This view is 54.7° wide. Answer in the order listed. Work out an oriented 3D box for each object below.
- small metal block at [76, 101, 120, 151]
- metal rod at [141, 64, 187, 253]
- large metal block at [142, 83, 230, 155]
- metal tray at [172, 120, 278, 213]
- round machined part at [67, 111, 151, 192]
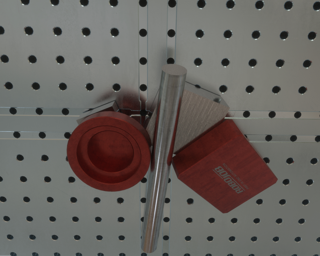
[{"bbox_3d":[-0.074,-0.001,0.409,0.050,0.025,0.050,-21,109,7],"label":"small metal block"},{"bbox_3d":[-0.001,0.062,0.390,0.025,0.025,0.298,6,126,-2],"label":"metal rod"},{"bbox_3d":[0.029,-0.012,0.392,0.080,0.050,0.079,22,109,-8],"label":"large metal block"},{"bbox_3d":[0.087,0.056,0.401,0.090,0.030,0.130,-36,131,13],"label":"metal tray"},{"bbox_3d":[-0.059,0.025,0.380,0.099,0.042,0.097,1,111,2],"label":"round machined part"}]
